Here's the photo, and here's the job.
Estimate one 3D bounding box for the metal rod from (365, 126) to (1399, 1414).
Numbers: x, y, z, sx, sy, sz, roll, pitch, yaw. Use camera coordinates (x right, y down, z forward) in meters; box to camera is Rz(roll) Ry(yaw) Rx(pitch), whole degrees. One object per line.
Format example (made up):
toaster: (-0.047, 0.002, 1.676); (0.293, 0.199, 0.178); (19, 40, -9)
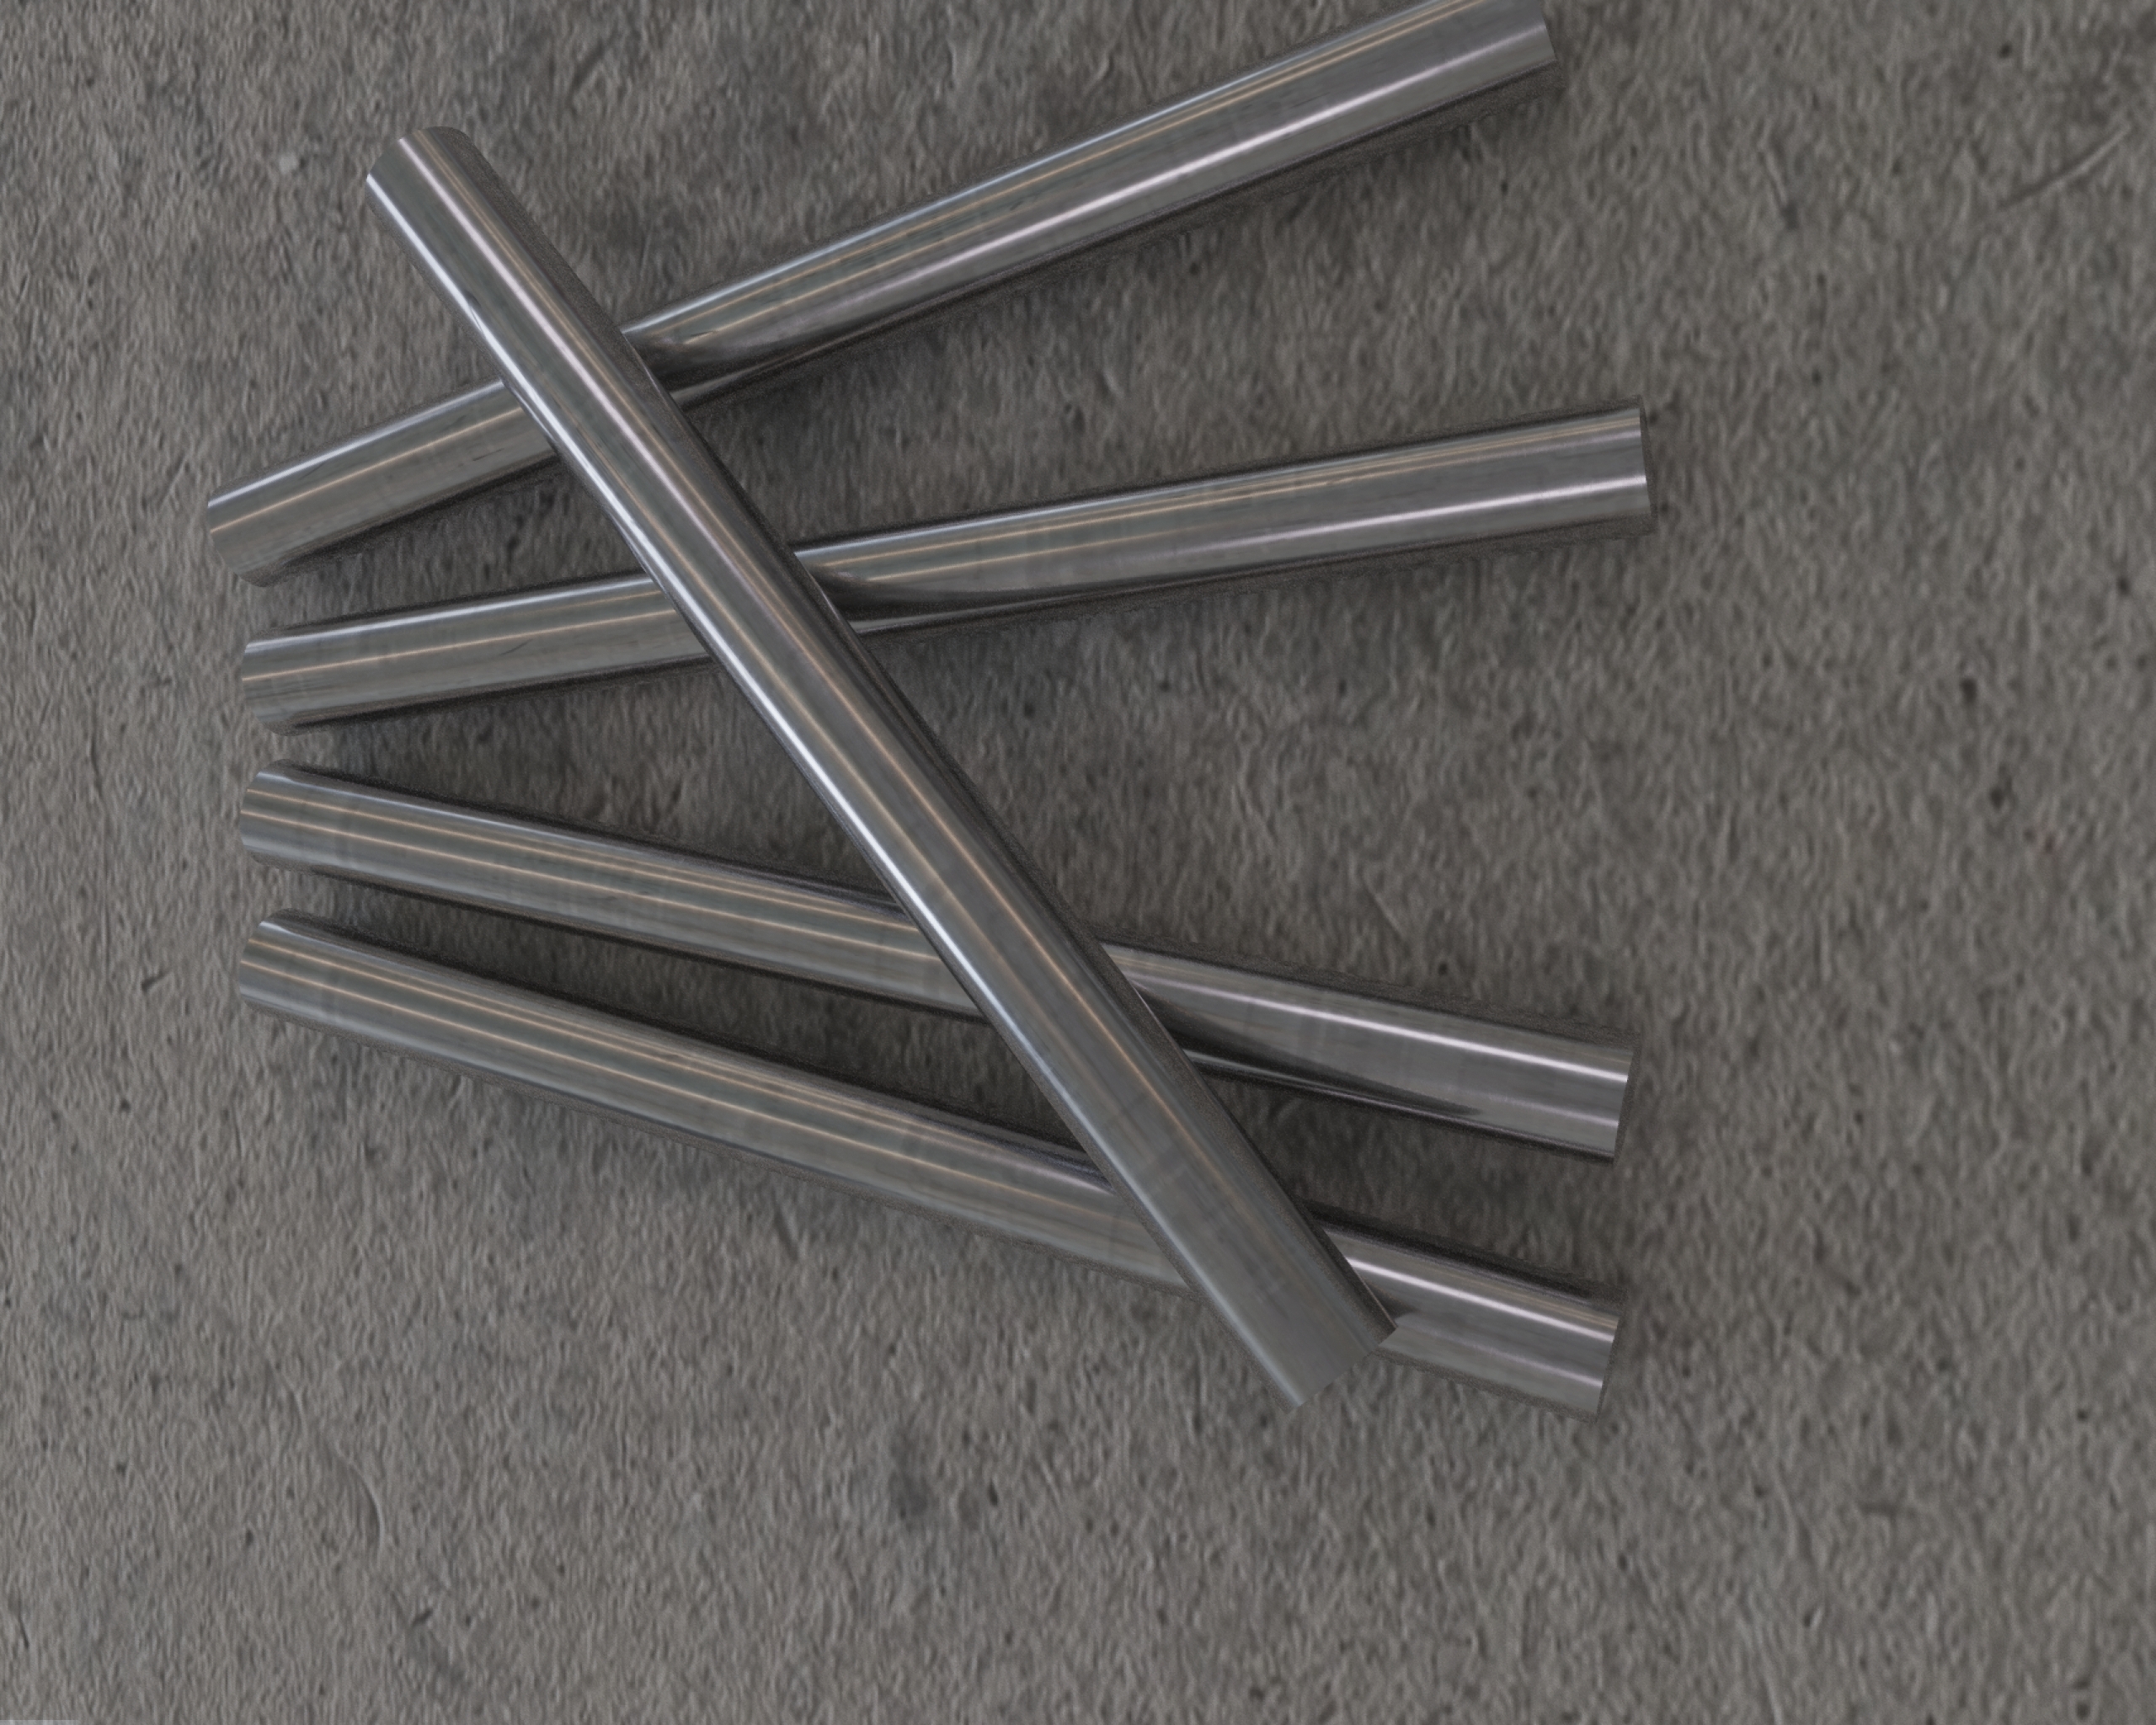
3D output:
metal rod: (-0.044, -0.026, 0.396); (0.025, 0.025, 0.300); (-42, 77, 15)

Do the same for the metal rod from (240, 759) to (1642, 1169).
metal rod: (-0.041, 0.016, 0.423); (0.301, 0.025, 0.025); (11, 94, 19)

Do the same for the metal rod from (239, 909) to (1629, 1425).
metal rod: (-0.042, 0.056, 0.423); (0.301, 0.025, 0.025); (14, 95, 19)

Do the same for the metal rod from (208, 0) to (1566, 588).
metal rod: (-0.052, -0.114, 0.427); (0.300, 0.025, 0.025); (-16, 85, 19)

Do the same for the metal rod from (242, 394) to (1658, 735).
metal rod: (-0.039, -0.056, 0.422); (0.301, 0.025, 0.025); (-6, 88, 19)
